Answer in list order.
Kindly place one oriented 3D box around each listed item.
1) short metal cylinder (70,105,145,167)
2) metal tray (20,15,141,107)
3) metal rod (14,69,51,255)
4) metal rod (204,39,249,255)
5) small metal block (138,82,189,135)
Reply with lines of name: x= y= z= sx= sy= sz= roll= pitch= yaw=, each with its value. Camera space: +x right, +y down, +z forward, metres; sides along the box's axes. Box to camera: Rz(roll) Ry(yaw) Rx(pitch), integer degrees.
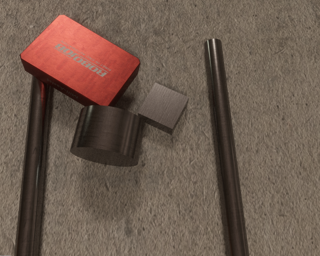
short metal cylinder: x=-0.062 y=0.012 z=0.374 sx=0.080 sy=0.080 sz=0.050 roll=8 pitch=70 yaw=3
metal tray: x=-0.105 y=-0.086 z=0.420 sx=0.130 sy=0.030 sz=0.090 roll=31 pitch=65 yaw=1
metal rod: x=-0.158 y=0.048 z=0.388 sx=0.025 sy=0.025 sz=0.299 roll=-3 pitch=70 yaw=-1
metal rod: x=0.084 y=0.017 z=0.403 sx=0.025 sy=0.025 sz=0.299 roll=-2 pitch=70 yaw=-1
small metal block: x=0.005 y=-0.026 z=0.418 sx=0.050 sy=0.025 sz=0.050 roll=25 pitch=72 yaw=8
